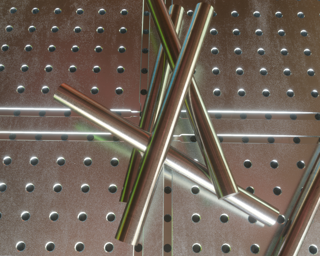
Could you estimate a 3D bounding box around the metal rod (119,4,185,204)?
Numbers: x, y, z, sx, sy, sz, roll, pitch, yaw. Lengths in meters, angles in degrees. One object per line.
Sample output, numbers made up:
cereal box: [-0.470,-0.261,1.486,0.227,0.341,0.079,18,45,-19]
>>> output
metal rod: [-0.006,-0.045,0.427,0.025,0.025,0.299,12,70,4]

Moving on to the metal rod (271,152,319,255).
metal rod: [0.206,0.056,0.393,0.025,0.025,0.300,31,73,10]

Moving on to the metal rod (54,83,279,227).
metal rod: [0.007,0.032,0.377,0.301,0.025,0.025,31,73,1]

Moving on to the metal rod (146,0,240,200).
metal rod: [0.034,-0.056,0.400,0.025,0.025,0.299,-15,68,-6]

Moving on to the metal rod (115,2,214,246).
metal rod: [0.011,-0.018,0.363,0.025,0.025,0.299,17,75,6]
